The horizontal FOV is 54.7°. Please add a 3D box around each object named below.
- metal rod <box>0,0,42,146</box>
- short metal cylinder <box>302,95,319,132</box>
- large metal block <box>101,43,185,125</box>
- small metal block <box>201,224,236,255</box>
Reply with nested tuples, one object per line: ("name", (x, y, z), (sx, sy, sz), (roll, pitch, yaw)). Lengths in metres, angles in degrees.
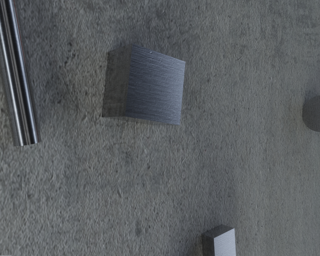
("metal rod", (-0.147, -0.132, 0.282), (0.025, 0.025, 0.298), (-13, 98, -40))
("short metal cylinder", (0.363, -0.029, 0.678), (0.050, 0.080, 0.080), (6, 87, -40))
("large metal block", (-0.019, -0.047, 0.374), (0.081, 0.050, 0.080), (9, 85, -40))
("small metal block", (0.093, 0.186, 0.486), (0.050, 0.025, 0.050), (-7, 95, -40))
